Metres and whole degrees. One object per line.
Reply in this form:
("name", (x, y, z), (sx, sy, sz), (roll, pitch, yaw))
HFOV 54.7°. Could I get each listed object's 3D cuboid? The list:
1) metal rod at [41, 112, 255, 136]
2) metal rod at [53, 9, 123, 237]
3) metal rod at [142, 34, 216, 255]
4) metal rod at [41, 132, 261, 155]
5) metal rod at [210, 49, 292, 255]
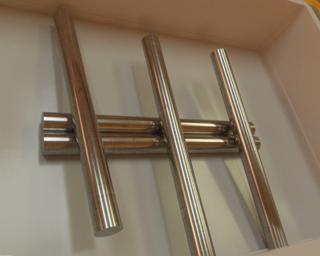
("metal rod", (0.005, -0.001, 0.409), (0.303, 0.025, 0.025), (2, 61, -28))
("metal rod", (-0.088, -0.031, 0.345), (0.025, 0.025, 0.299), (-1, 54, -29))
("metal rod", (0.016, 0.007, 0.378), (0.025, 0.025, 0.299), (1, 61, -28))
("metal rod", (0.009, 0.020, 0.398), (0.303, 0.025, 0.025), (2, 61, -28))
("metal rod", (0.120, 0.028, 0.425), (0.025, 0.025, 0.299), (-4, 72, -30))
